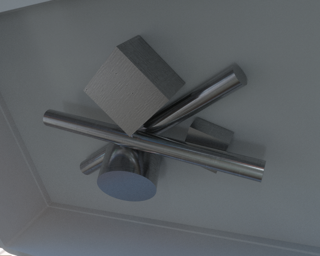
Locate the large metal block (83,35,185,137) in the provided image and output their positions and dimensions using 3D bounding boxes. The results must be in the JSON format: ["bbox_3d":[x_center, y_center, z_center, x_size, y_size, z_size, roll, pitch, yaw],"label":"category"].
[{"bbox_3d":[-0.031,-0.050,0.374,0.080,0.050,0.080,46,129,-4],"label":"large metal block"}]

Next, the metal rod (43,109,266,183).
[{"bbox_3d":[-0.023,0.017,0.395,0.301,0.025,0.025,13,124,20],"label":"metal rod"}]

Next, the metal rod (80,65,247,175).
[{"bbox_3d":[-0.018,0.005,0.417,0.299,0.025,0.025,-31,102,37],"label":"metal rod"}]

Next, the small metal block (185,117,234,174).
[{"bbox_3d":[0.058,0.022,0.387,0.050,0.025,0.050,24,127,13],"label":"small metal block"}]

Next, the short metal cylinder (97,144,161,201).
[{"bbox_3d":[-0.042,0.060,0.430,0.080,0.050,0.080,5,140,5],"label":"short metal cylinder"}]
